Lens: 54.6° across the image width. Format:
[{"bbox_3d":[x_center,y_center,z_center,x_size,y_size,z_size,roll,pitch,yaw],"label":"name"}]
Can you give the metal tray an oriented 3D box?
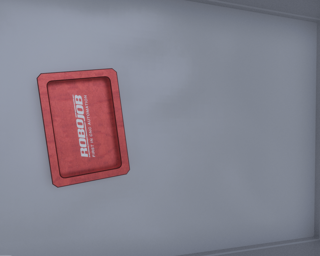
[{"bbox_3d":[-0.091,-0.002,0.374,0.091,0.030,0.129,-8,93,-20],"label":"metal tray"}]
